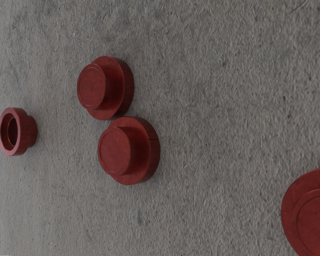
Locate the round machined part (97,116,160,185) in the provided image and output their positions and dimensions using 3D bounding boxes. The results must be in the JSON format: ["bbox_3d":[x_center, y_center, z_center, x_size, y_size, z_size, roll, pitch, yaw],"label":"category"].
[{"bbox_3d":[-0.050,0.032,0.436,0.098,0.042,0.097,0,90,40],"label":"round machined part"}]

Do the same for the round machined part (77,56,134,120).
[{"bbox_3d":[-0.088,-0.060,0.467,0.098,0.042,0.097,0,90,40],"label":"round machined part"}]

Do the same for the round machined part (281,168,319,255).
[{"bbox_3d":[0.154,0.083,0.267,0.098,0.042,0.097,0,90,40],"label":"round machined part"}]

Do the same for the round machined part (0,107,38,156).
[{"bbox_3d":[-0.287,0.008,0.631,0.098,0.042,0.097,0,90,40],"label":"round machined part"}]
